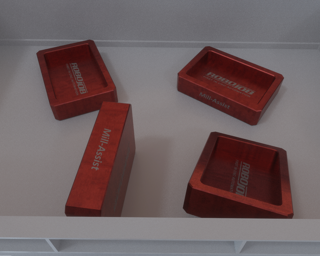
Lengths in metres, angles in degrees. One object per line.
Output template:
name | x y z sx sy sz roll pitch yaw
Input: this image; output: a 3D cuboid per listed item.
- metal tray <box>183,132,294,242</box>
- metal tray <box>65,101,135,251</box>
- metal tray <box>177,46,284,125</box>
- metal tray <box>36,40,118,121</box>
metal tray | 0.084 0.051 0.323 0.090 0.030 0.131 15 25 13
metal tray | -0.054 0.047 0.322 0.030 0.089 0.130 6 50 5
metal tray | 0.102 -0.067 0.459 0.130 0.030 0.090 28 55 21
metal tray | -0.126 -0.077 0.464 0.091 0.030 0.130 -17 52 -15
